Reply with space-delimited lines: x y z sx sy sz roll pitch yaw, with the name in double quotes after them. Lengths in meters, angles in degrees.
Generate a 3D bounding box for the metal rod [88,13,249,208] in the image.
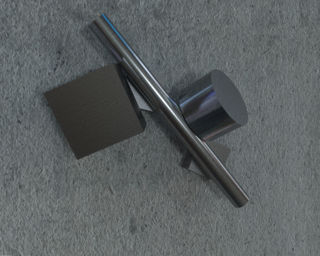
0.020 -0.012 0.392 0.025 0.025 0.300 -43 104 -15 "metal rod"

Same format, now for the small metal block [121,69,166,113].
-0.025 -0.049 0.402 0.050 0.025 0.050 13 86 -20 "small metal block"

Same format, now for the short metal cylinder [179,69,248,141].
0.070 -0.029 0.403 0.080 0.050 0.080 33 42 -35 "short metal cylinder"

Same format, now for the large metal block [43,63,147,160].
-0.070 -0.021 0.354 0.080 0.050 0.080 -23 100 5 "large metal block"

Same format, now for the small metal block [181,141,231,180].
0.065 0.042 0.436 0.050 0.025 0.050 26 81 -19 "small metal block"
